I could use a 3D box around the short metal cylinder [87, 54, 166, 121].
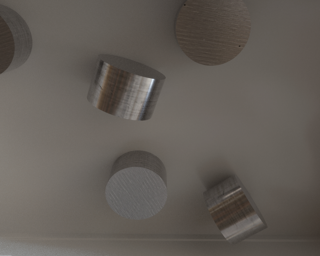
[{"bbox_3d":[-0.040,-0.049,0.363,0.080,0.080,0.050,18,109,-7],"label":"short metal cylinder"}]

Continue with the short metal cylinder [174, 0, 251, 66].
[{"bbox_3d":[0.057,-0.116,0.356,0.081,0.050,0.079,0,110,0],"label":"short metal cylinder"}]

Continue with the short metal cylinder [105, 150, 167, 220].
[{"bbox_3d":[-0.031,0.077,0.426,0.081,0.050,0.079,0,110,0],"label":"short metal cylinder"}]

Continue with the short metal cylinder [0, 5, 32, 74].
[{"bbox_3d":[-0.198,-0.102,0.359,0.081,0.050,0.079,0,110,0],"label":"short metal cylinder"}]

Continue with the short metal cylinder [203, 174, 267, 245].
[{"bbox_3d":[0.102,0.111,0.423,0.050,0.080,0.080,-33,107,11],"label":"short metal cylinder"}]
